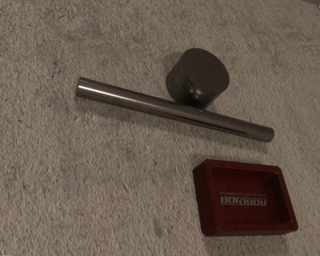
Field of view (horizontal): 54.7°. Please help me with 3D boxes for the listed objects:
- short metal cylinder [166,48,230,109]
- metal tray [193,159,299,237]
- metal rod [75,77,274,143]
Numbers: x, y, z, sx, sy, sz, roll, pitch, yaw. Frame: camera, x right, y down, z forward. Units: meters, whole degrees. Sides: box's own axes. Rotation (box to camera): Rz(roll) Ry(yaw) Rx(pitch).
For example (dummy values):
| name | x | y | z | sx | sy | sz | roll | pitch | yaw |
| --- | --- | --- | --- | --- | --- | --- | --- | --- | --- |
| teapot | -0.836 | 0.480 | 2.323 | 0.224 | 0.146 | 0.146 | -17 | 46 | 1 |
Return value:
| name | x | y | z | sx | sy | sz | roll | pitch | yaw |
| --- | --- | --- | --- | --- | --- | --- | --- | --- | --- |
| short metal cylinder | 0.056 | -0.072 | 0.464 | 0.081 | 0.050 | 0.080 | 14 | 56 | -21 |
| metal tray | 0.112 | 0.092 | 0.406 | 0.131 | 0.030 | 0.090 | 8 | 58 | -24 |
| metal rod | 0.036 | -0.020 | 0.436 | 0.302 | 0.025 | 0.025 | 13 | 56 | -22 |
